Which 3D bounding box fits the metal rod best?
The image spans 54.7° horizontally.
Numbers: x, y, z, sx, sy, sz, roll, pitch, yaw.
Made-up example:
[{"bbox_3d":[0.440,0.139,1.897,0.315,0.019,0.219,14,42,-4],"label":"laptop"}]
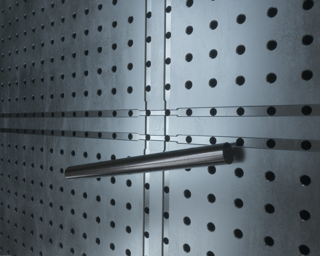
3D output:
[{"bbox_3d":[-0.038,0.053,0.438,0.300,0.025,0.025,-12,82,39],"label":"metal rod"}]
